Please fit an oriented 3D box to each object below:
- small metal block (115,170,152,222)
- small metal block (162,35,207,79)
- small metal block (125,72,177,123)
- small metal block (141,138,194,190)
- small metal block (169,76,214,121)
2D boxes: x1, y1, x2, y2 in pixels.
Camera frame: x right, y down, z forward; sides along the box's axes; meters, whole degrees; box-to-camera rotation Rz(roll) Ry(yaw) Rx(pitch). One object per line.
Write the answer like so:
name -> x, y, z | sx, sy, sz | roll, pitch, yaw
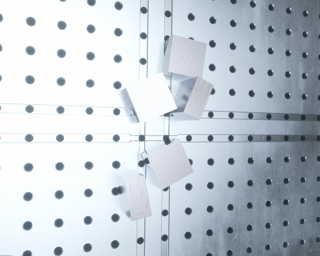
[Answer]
small metal block -> -0.034, 0.083, 0.388 | 0.025, 0.050, 0.050 | -11, 94, -20
small metal block -> 0.033, -0.095, 0.426 | 0.050, 0.025, 0.050 | 9, 87, -20
small metal block -> -0.012, -0.039, 0.403 | 0.050, 0.025, 0.050 | -23, 95, -8
small metal block -> 0.010, 0.047, 0.418 | 0.050, 0.025, 0.050 | -26, 99, -18
small metal block -> 0.041, -0.038, 0.416 | 0.025, 0.050, 0.050 | 26, 82, -19
